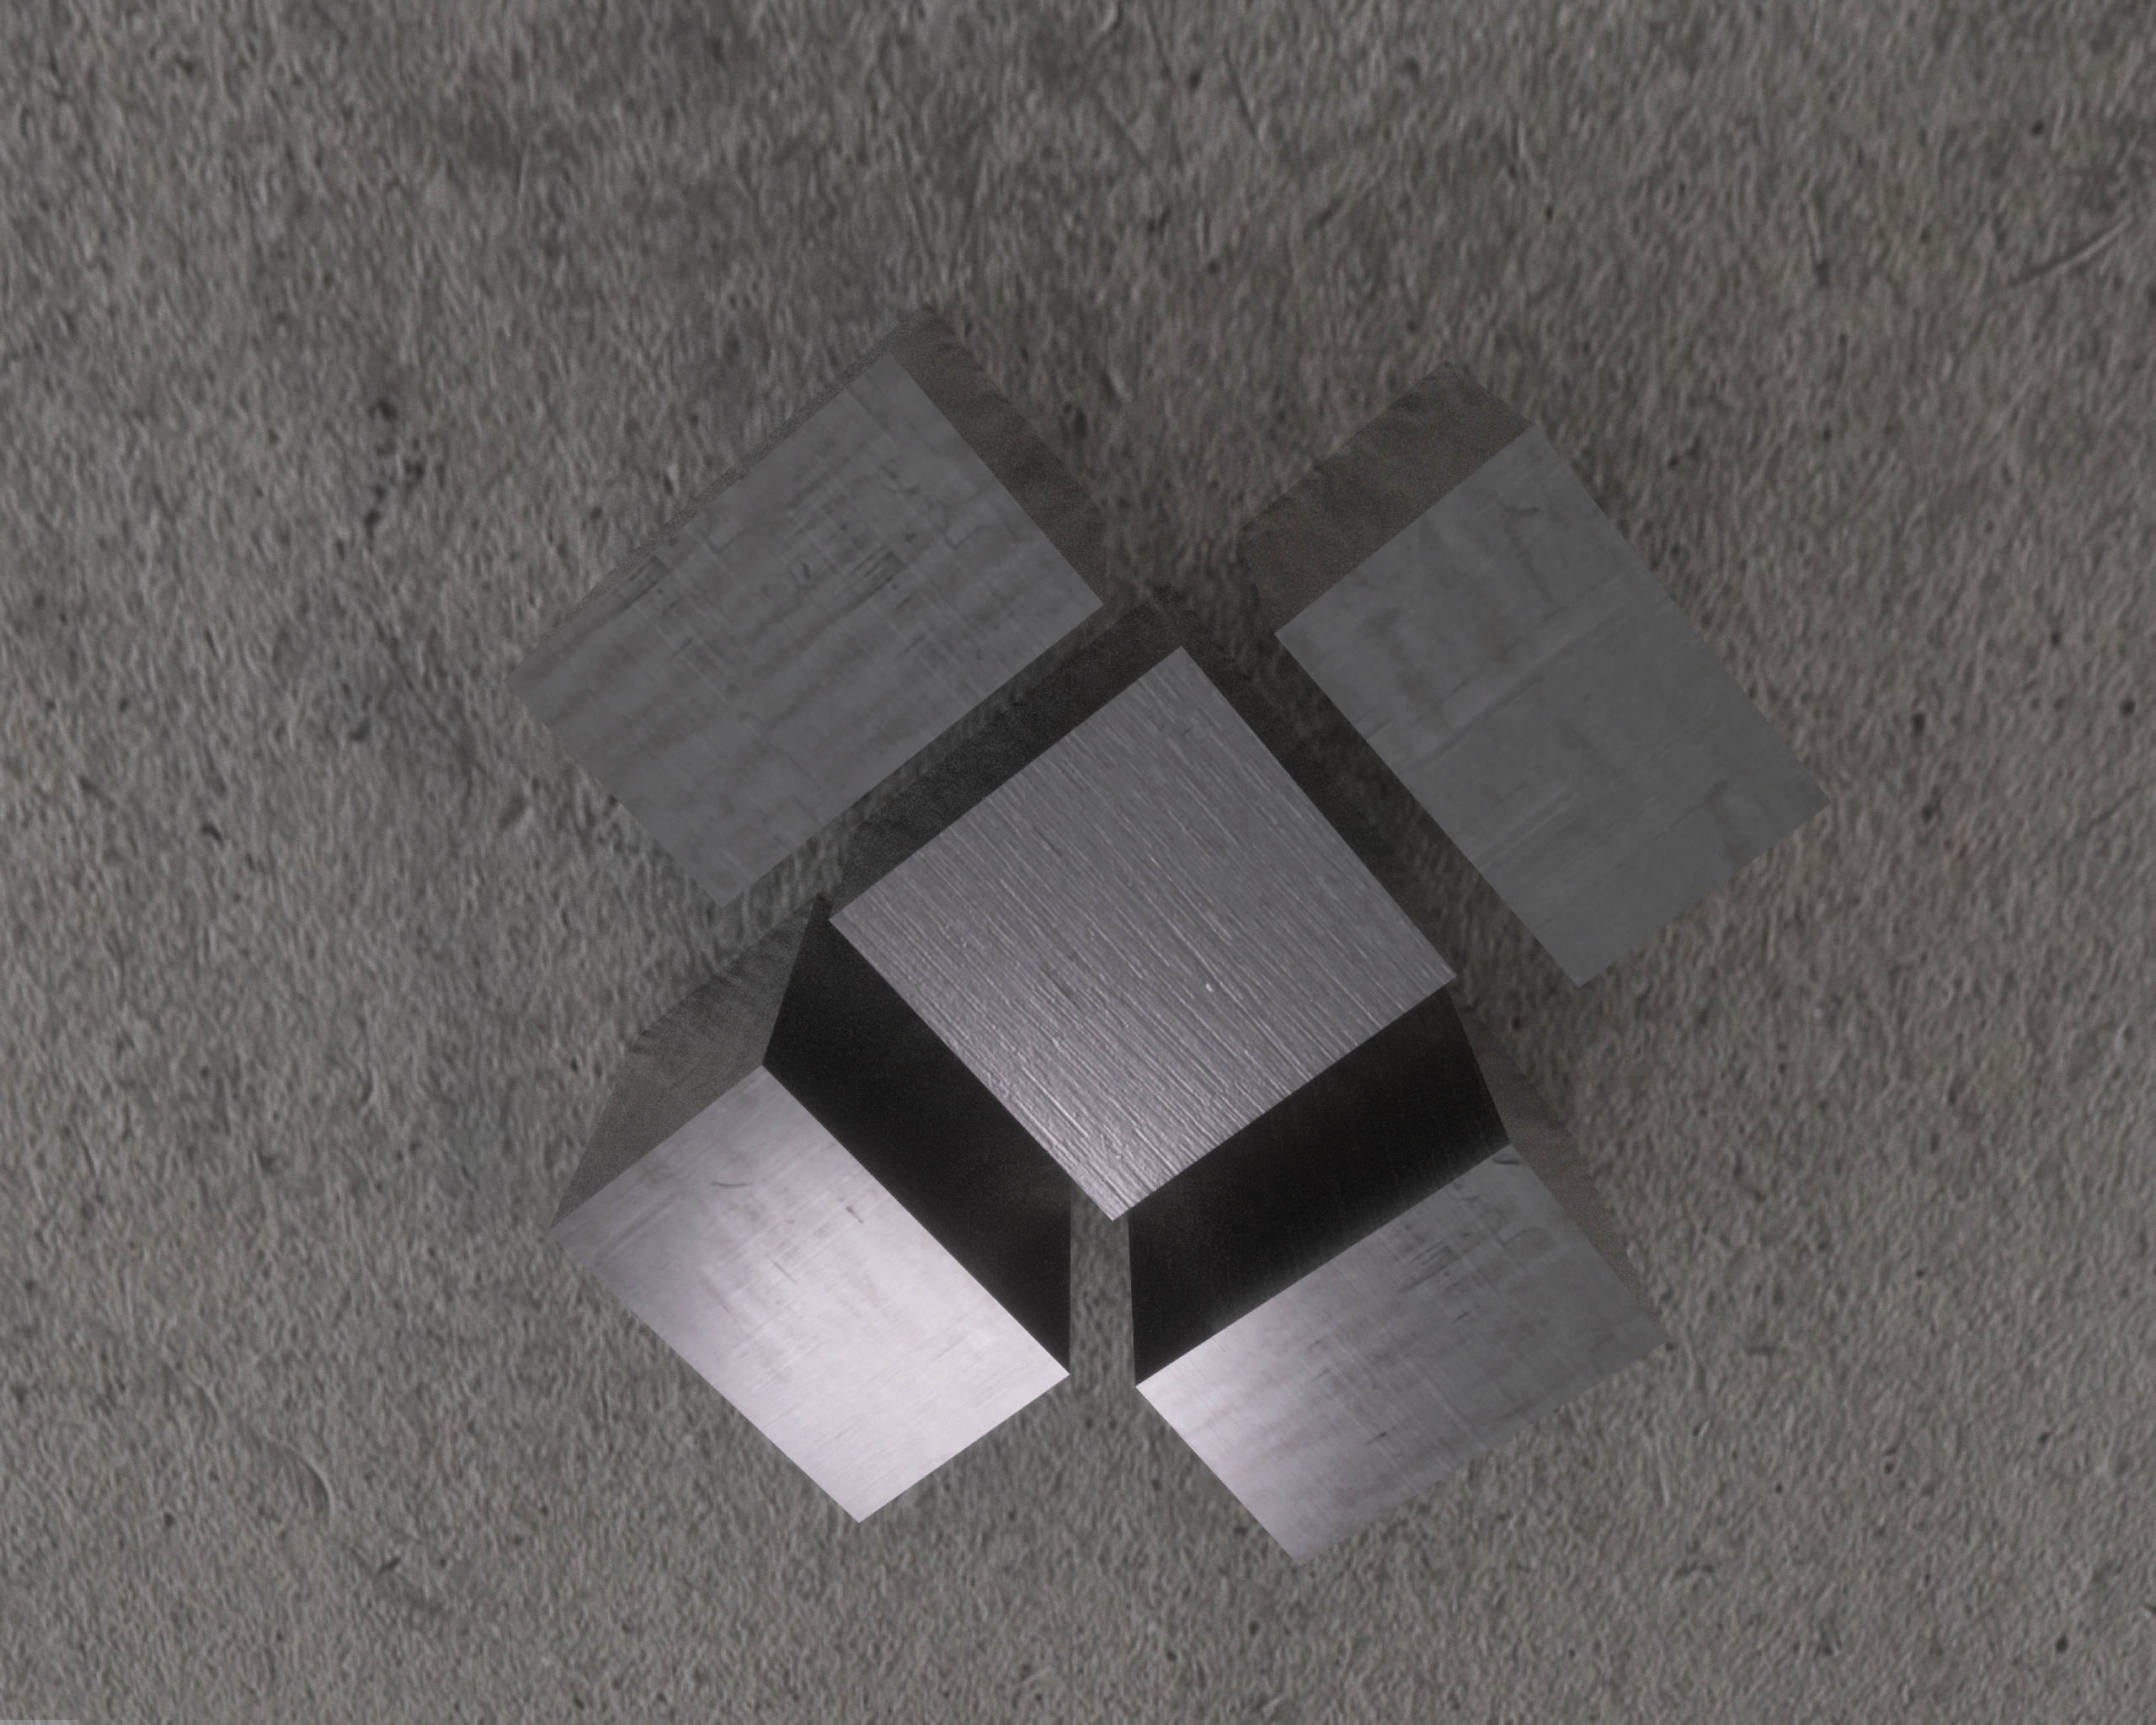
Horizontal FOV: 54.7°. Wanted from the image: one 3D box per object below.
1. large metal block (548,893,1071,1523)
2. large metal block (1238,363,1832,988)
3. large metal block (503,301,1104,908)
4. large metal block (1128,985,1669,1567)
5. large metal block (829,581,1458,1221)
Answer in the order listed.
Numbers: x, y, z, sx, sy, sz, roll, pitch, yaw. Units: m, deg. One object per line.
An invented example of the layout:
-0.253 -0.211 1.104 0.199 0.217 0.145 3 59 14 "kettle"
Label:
-0.047 0.064 0.403 0.050 0.080 0.080 -38 106 13 "large metal block"
0.076 -0.036 0.368 0.050 0.080 0.080 -39 106 13 "large metal block"
-0.043 -0.048 0.362 0.080 0.080 0.050 -38 106 12 "large metal block"
0.058 0.075 0.409 0.080 0.080 0.050 -36 106 12 "large metal block"
0.012 0.007 0.399 0.080 0.050 0.080 -38 106 12 "large metal block"
